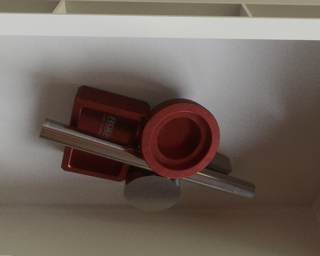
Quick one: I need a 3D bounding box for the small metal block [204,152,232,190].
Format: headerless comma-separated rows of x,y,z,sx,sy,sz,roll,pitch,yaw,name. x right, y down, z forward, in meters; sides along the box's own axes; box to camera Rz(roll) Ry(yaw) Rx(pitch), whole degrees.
0.069,0.060,0.459,0.050,0.025,0.050,25,126,-20,small metal block

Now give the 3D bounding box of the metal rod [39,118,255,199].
-0.002,0.046,0.409,0.302,0.025,0.025,19,128,-19,metal rod

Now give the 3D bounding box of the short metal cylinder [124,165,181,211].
-0.011,0.078,0.456,0.081,0.050,0.079,0,130,0,short metal cylinder

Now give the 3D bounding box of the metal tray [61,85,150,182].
-0.075,0.013,0.413,0.091,0.030,0.129,14,129,-13,metal tray

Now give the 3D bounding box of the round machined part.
0.021,0.010,0.389,0.099,0.042,0.097,-4,109,-13,round machined part
